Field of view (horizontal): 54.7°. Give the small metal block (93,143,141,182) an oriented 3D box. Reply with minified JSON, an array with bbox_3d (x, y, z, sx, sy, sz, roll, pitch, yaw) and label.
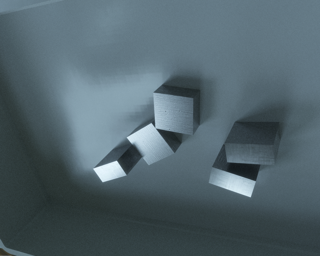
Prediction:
[{"bbox_3d":[-0.060,0.050,0.453,0.050,0.050,0.025,-21,107,35],"label":"small metal block"}]

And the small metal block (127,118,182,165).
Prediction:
[{"bbox_3d":[-0.008,0.017,0.422,0.050,0.025,0.050,-29,103,37],"label":"small metal block"}]

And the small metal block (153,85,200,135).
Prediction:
[{"bbox_3d":[0.021,-0.023,0.382,0.050,0.025,0.050,10,123,22],"label":"small metal block"}]

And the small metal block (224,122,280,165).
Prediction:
[{"bbox_3d":[0.105,0.016,0.347,0.050,0.050,0.025,1,119,27],"label":"small metal block"}]

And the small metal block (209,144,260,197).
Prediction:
[{"bbox_3d":[0.092,0.050,0.374,0.050,0.050,0.025,17,125,18],"label":"small metal block"}]
